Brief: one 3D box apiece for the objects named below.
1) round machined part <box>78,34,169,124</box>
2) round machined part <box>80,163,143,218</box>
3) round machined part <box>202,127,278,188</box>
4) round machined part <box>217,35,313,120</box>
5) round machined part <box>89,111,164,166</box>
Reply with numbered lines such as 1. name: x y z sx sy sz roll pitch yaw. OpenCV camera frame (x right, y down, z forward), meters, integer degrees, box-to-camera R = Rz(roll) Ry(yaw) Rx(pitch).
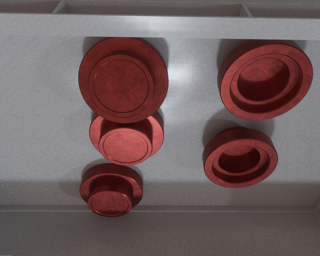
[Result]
1. round machined part: -0.040 -0.050 0.337 0.099 0.042 0.097 0 112 0
2. round machined part: -0.076 0.104 0.485 0.099 0.042 0.097 -1 130 0
3. round machined part: 0.108 0.037 0.431 0.099 0.042 0.097 -1 130 0
4. round machined part: 0.114 -0.059 0.350 0.099 0.042 0.097 -1 130 0
5. round machined part: -0.044 0.012 0.408 0.099 0.042 0.097 -1 130 0
